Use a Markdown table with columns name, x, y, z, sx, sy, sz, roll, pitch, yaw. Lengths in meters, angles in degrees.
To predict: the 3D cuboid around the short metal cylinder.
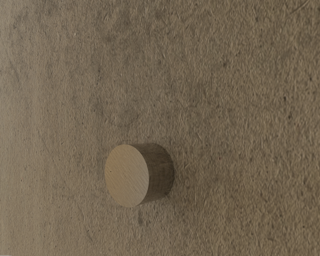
| name | x | y | z | sx | sy | sz | roll | pitch | yaw |
| --- | --- | --- | --- | --- | --- | --- | --- | --- | --- |
| short metal cylinder | -0.028 | 0.060 | 0.413 | 0.080 | 0.050 | 0.080 | 0 | 90 | 40 |
